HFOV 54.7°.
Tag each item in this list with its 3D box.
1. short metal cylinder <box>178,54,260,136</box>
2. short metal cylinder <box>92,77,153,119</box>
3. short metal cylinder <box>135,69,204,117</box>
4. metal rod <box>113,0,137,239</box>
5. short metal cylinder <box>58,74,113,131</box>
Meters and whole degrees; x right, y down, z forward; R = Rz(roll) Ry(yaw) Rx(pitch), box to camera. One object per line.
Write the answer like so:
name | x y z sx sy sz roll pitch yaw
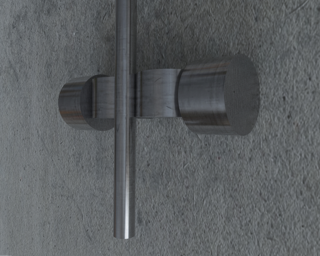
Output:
short metal cylinder | 0.063 -0.033 0.319 0.050 0.081 0.080 1 91 40
short metal cylinder | -0.049 -0.037 0.411 0.080 0.081 0.050 1 91 40
short metal cylinder | 0.012 -0.037 0.360 0.080 0.081 0.050 1 91 40
metal rod | -0.040 -0.024 0.359 0.025 0.025 0.298 1 91 40
short metal cylinder | -0.099 -0.036 0.452 0.050 0.081 0.080 1 91 40
